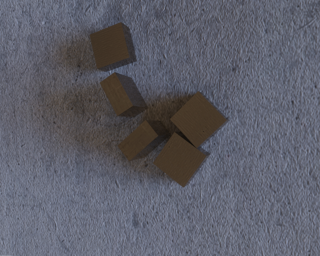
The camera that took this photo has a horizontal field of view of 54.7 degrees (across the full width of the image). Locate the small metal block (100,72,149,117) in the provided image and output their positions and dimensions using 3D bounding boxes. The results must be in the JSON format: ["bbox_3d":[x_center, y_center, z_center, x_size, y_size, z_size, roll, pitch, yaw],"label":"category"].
[{"bbox_3d":[-0.047,-0.043,0.412,0.025,0.050,0.050,-32,80,17],"label":"small metal block"}]

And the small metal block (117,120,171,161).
[{"bbox_3d":[-0.019,0.016,0.402,0.050,0.050,0.025,-42,77,15],"label":"small metal block"}]

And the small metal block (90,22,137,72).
[{"bbox_3d":[-0.065,-0.112,0.432,0.050,0.025,0.050,-15,85,19],"label":"small metal block"}]

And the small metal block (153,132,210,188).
[{"bbox_3d":[0.028,0.040,0.399,0.050,0.025,0.050,37,102,16],"label":"small metal block"}]

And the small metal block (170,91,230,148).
[{"bbox_3d":[0.050,-0.010,0.391,0.050,0.025,0.050,-45,76,14],"label":"small metal block"}]
